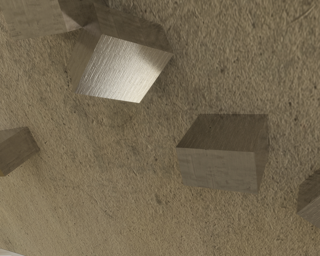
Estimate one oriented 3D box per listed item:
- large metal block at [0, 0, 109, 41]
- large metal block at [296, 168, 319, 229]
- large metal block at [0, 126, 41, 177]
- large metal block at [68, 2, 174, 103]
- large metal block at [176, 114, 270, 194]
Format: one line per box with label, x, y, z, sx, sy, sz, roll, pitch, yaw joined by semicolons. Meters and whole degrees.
large metal block;-0.115;-0.136;0.347;0.080;0.080;0.050;1;117;28
large metal block;0.207;0.076;0.328;0.080;0.050;0.079;33;129;6
large metal block;-0.276;0.041;0.543;0.080;0.080;0.050;-6;115;31
large metal block;-0.045;-0.077;0.339;0.080;0.081;0.050;-50;46;39
large metal block;0.074;0.024;0.347;0.080;0.080;0.050;2;119;27
